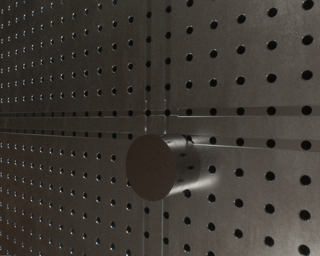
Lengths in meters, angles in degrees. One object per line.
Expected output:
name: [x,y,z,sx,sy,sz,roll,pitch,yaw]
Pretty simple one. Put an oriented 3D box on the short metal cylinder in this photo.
short metal cylinder: [0.003,0.047,0.389,0.080,0.050,0.079,0,90,39]
